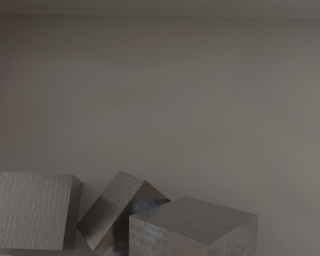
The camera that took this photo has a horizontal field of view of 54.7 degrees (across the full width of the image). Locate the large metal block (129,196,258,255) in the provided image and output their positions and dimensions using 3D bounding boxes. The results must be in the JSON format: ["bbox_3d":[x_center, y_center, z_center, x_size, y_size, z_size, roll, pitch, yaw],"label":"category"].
[{"bbox_3d":[0.030,0.101,0.273,0.080,0.081,0.050,5,96,42],"label":"large metal block"}]

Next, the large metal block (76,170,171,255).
[{"bbox_3d":[-0.038,0.098,0.337,0.050,0.080,0.080,43,72,-19],"label":"large metal block"}]

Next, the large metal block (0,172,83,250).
[{"bbox_3d":[-0.141,0.097,0.359,0.081,0.050,0.080,2,70,0],"label":"large metal block"}]
